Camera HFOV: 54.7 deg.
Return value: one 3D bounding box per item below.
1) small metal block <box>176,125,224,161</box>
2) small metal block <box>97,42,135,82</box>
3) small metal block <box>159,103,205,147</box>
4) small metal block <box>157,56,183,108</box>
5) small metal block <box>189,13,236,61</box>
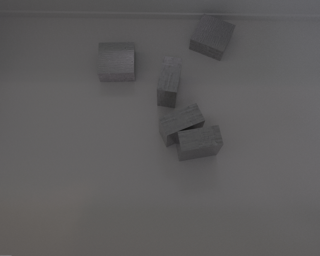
[{"bbox_3d":[0.048,0.020,0.389,0.050,0.050,0.025,-9,71,-3],"label":"small metal block"},{"bbox_3d":[-0.061,-0.094,0.443,0.050,0.025,0.050,-1,70,-1],"label":"small metal block"},{"bbox_3d":[0.027,-0.002,0.397,0.050,0.050,0.025,-22,72,-8],"label":"small metal block"},{"bbox_3d":[0.013,-0.061,0.419,0.025,0.050,0.050,9,70,3],"label":"small metal block"},{"bbox_3d":[0.077,-0.134,0.459,0.050,0.025,0.050,24,72,8],"label":"small metal block"}]
